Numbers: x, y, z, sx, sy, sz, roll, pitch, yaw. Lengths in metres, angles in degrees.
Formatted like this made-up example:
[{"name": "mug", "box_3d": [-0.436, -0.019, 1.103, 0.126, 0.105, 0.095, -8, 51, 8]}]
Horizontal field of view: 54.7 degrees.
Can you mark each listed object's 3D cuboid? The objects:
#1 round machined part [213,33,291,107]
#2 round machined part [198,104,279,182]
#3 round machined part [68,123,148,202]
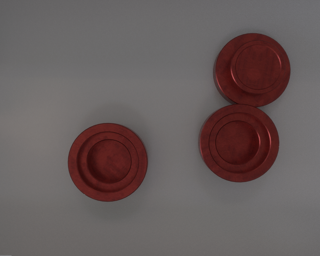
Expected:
[{"name": "round machined part", "box_3d": [0.122, -0.076, 0.404, 0.099, 0.042, 0.097, 0, 90, 0]}, {"name": "round machined part", "box_3d": [0.099, 0.019, 0.403, 0.099, 0.042, 0.097, 0, 90, 0]}, {"name": "round machined part", "box_3d": [-0.064, 0.042, 0.402, 0.099, 0.042, 0.097, 0, 90, 0]}]
